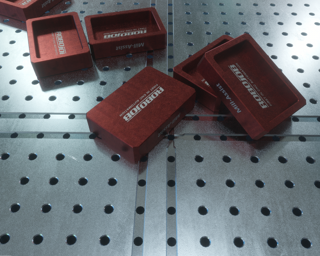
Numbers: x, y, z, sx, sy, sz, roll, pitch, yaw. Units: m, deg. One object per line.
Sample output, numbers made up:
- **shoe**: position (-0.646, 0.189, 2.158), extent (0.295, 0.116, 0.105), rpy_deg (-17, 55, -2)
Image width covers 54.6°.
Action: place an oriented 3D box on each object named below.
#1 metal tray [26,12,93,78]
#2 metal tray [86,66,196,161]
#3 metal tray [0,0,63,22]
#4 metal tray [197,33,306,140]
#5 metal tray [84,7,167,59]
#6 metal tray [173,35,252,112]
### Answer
- **metal tray**: position (-0.172, -0.145, 0.525), extent (0.091, 0.030, 0.130), rpy_deg (-15, 52, -12)
- **metal tray**: position (-0.023, -0.025, 0.426), extent (0.090, 0.030, 0.131), rpy_deg (31, 57, 23)
- **metal tray**: position (-0.259, -0.267, 0.627), extent (0.090, 0.030, 0.130), rpy_deg (21, 53, 16)
- **metal tray**: position (0.124, -0.059, 0.422), extent (0.091, 0.030, 0.130), rpy_deg (-31, 78, -26)
- **metal tray**: position (-0.061, -0.170, 0.546), extent (0.131, 0.030, 0.090), rpy_deg (-11, 51, -10)
- **metal tray**: position (0.094, -0.089, 0.479), extent (0.090, 0.030, 0.131), rpy_deg (37, 59, 27)
